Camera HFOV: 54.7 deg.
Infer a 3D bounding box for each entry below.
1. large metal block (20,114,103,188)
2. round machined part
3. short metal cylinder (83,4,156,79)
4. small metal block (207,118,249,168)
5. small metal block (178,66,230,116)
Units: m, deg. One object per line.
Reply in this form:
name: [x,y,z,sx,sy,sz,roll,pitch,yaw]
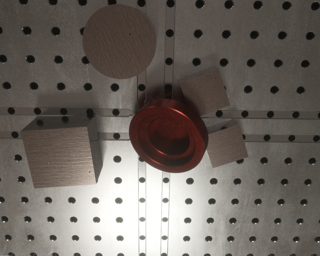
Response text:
large metal block: [-0.125,0.030,0.409,0.081,0.050,0.079,-4,110,1]
round machined part: [0.014,0.006,0.394,0.098,0.042,0.097,12,125,18]
short metal cylinder: [-0.044,-0.102,0.362,0.081,0.050,0.079,0,110,-1]
small metal block: [0.087,0.021,0.422,0.050,0.025,0.050,-19,109,6]
small metal block: [0.056,-0.046,0.397,0.050,0.025,0.050,-20,109,7]
